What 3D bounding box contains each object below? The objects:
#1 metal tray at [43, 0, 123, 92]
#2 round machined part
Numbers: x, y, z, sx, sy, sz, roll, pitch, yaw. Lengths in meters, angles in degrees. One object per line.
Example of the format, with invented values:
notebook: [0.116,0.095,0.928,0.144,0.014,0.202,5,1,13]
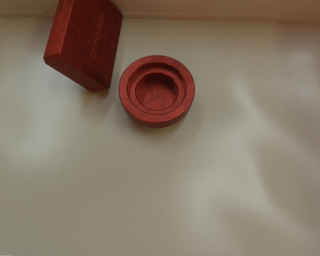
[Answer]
metal tray: [-0.098,-0.125,0.418,0.030,0.090,0.130,-6,67,31]
round machined part: [-0.004,-0.045,0.417,0.099,0.042,0.098,0,70,-1]
